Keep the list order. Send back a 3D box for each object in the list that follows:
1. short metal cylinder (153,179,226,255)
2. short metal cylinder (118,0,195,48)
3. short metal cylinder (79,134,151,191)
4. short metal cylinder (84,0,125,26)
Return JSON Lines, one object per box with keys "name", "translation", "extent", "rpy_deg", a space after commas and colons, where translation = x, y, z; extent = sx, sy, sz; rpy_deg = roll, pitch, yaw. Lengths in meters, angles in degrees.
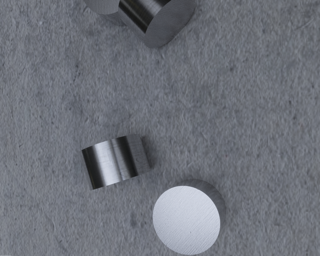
{"name": "short metal cylinder", "translation": [0.038, 0.107, 0.382], "extent": [0.080, 0.050, 0.079], "rpy_deg": [0, 90, 19]}
{"name": "short metal cylinder", "translation": [-0.004, -0.146, 0.380], "extent": [0.080, 0.080, 0.050], "rpy_deg": [-45, 77, 14]}
{"name": "short metal cylinder", "translation": [-0.057, 0.044, 0.399], "extent": [0.080, 0.080, 0.050], "rpy_deg": [-20, 84, 18]}
{"name": "short metal cylinder", "translation": [-0.057, -0.184, 0.415], "extent": [0.080, 0.050, 0.079], "rpy_deg": [0, 90, 19]}
